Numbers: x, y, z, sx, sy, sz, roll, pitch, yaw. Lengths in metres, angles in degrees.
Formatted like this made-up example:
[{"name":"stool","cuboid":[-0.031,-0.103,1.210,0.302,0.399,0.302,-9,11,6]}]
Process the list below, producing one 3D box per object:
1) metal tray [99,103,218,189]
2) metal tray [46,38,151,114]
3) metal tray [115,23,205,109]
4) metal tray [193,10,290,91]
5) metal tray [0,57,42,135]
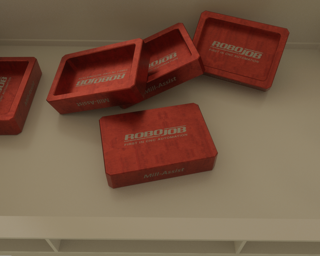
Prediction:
[{"name":"metal tray","cuboid":[-0.005,0.018,0.386,0.131,0.030,0.090,-9,51,-8]},{"name":"metal tray","cuboid":[-0.083,-0.070,0.425,0.130,0.030,0.090,-7,55,19]},{"name":"metal tray","cuboid":[-0.011,-0.091,0.449,0.130,0.030,0.090,-24,51,7]},{"name":"metal tray","cuboid":[0.114,-0.116,0.467,0.130,0.030,0.089,18,93,14]},{"name":"metal tray","cuboid":[-0.231,-0.049,0.439,0.091,0.030,0.130,0,50,-1]}]
